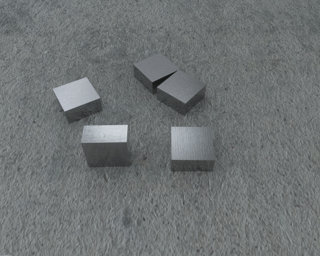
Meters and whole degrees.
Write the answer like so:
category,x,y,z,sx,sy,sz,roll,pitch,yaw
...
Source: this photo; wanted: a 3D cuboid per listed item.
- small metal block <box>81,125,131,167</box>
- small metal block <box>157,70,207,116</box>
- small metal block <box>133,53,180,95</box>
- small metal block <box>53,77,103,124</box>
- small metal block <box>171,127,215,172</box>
category,x,y,z,sx,sy,sz,roll,pitch,yaw
small metal block,-0.062,0.022,0.368,0.050,0.050,0.025,-1,50,-1
small metal block,0.031,-0.052,0.447,0.050,0.025,0.050,33,57,24
small metal block,-0.005,-0.084,0.474,0.050,0.025,0.050,-29,56,-22
small metal block,-0.115,-0.040,0.436,0.050,0.025,0.050,-24,54,-19
small metal block,0.039,0.026,0.382,0.050,0.025,0.050,1,50,0
